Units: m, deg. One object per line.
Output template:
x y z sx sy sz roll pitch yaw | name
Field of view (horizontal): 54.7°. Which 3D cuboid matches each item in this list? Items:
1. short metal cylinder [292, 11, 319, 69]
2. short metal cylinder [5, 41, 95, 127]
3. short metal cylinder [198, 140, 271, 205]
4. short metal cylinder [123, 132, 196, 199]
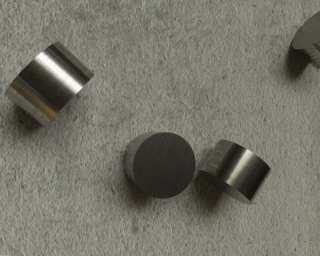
0.253 -0.137 0.472 0.050 0.080 0.080 35 79 -17 | short metal cylinder
-0.117 -0.047 0.336 0.050 0.080 0.080 44 76 -15 | short metal cylinder
0.100 0.059 0.416 0.080 0.080 0.050 39 78 -16 | short metal cylinder
-0.002 0.045 0.395 0.081 0.050 0.080 0 90 -20 | short metal cylinder
